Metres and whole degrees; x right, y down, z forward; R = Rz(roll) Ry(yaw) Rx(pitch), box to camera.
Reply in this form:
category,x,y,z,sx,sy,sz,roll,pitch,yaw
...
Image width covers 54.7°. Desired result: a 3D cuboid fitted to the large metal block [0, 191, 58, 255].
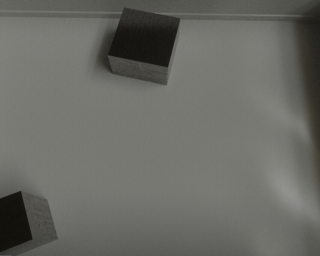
category,x,y,z,sx,sy,sz,roll,pitch,yaw
large metal block,-0.169,0.112,0.337,0.080,0.080,0.050,-20,72,-8

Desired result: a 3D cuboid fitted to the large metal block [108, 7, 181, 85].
category,x,y,z,sx,sy,sz,roll,pitch,yaw
large metal block,-0.020,-0.115,0.438,0.080,0.050,0.080,12,70,4
